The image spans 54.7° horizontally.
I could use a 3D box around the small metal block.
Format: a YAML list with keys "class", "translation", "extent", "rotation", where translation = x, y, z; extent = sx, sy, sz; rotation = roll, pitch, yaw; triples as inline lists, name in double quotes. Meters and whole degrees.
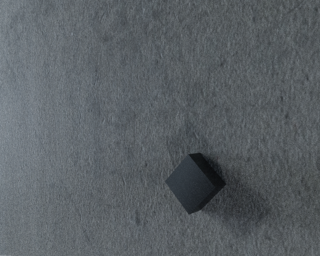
- class: "small metal block"
  translation: [0.041, 0.066, 0.369]
  extent: [0.050, 0.025, 0.050]
  rotation: [51, 120, 27]
